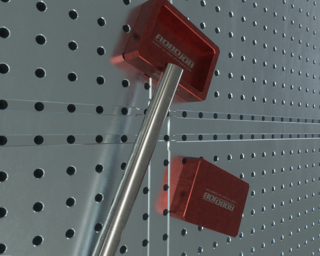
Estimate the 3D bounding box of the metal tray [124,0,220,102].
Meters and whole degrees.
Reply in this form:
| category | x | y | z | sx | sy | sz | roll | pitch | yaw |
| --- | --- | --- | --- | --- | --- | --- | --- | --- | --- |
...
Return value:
| category | x | y | z | sx | sy | sz | roll | pitch | yaw |
| --- | --- | --- | --- | --- | --- | --- | --- | --- | --- |
| metal tray | 0.022 | -0.102 | 0.423 | 0.131 | 0.030 | 0.090 | 29 | 72 | -36 |

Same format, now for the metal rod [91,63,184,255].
| category | x | y | z | sx | sy | sz | roll | pitch | yaw |
| --- | --- | --- | --- | --- | --- | --- | --- | --- | --- |
| metal rod | -0.034 | 0.065 | 0.360 | 0.025 | 0.025 | 0.299 | 27 | 79 | -37 |

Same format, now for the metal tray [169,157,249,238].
| category | x | y | z | sx | sy | sz | roll | pitch | yaw |
| --- | --- | --- | --- | --- | --- | --- | --- | --- | --- |
| metal tray | 0.080 | 0.108 | 0.474 | 0.131 | 0.030 | 0.090 | 30 | 72 | -36 |
